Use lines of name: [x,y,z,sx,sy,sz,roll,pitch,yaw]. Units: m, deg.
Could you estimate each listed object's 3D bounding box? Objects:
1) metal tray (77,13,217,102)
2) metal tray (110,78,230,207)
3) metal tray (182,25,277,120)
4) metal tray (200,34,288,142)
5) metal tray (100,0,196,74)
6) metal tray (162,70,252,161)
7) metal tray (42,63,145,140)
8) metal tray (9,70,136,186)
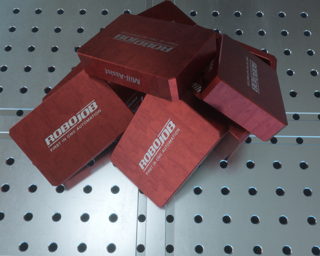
metal tray: [-0.015,-0.084,0.346,0.130,0.030,0.090,21,56,28]
metal tray: [0.005,0.019,0.356,0.090,0.129,0.030,42,33,13]
metal tray: [0.091,-0.072,0.412,0.131,0.030,0.090,17,69,-15]
metal tray: [0.097,-0.053,0.362,0.090,0.030,0.130,33,36,-10]
metal tray: [-0.006,-0.119,0.432,0.131,0.030,0.090,-37,76,-27]
metal tray: [0.051,-0.023,0.387,0.130,0.090,0.030,42,76,14]
metal tray: [-0.082,-0.051,0.427,0.090,0.030,0.130,37,74,12]
metal tray: [-0.105,-0.003,0.385,0.130,0.030,0.090,-40,90,-2]
